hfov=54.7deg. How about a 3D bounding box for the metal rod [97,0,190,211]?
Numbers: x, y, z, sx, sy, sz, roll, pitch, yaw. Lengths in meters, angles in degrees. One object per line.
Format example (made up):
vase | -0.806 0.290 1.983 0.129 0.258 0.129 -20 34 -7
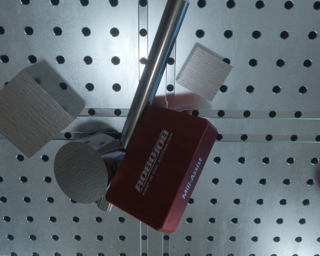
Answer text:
metal rod | -0.029 -0.017 0.406 0.025 0.025 0.298 19 109 -7

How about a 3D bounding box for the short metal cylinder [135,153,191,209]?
short metal cylinder | 0.003 0.063 0.403 0.050 0.080 0.080 28 108 -22

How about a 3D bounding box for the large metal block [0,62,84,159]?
large metal block | -0.158 -0.023 0.390 0.080 0.050 0.080 -38 106 13

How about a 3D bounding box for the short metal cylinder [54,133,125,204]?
short metal cylinder | -0.089 0.051 0.403 0.080 0.050 0.079 5 102 22

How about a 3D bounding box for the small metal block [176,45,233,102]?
small metal block | 0.054 -0.069 0.388 0.050 0.025 0.050 27 108 -10

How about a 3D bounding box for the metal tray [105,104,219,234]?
metal tray | 0.001 0.043 0.363 0.030 0.090 0.130 37 75 -51
